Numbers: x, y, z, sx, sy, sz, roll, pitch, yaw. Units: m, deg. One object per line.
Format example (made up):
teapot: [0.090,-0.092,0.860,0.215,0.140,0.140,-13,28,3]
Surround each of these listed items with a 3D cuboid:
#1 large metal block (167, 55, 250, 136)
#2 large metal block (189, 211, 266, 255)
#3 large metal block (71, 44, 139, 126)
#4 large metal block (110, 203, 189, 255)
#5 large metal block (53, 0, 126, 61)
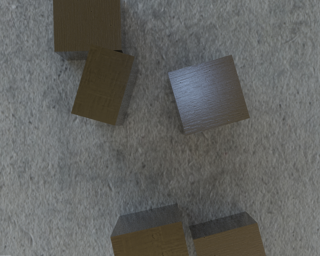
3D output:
large metal block: [0.059,-0.040,0.398,0.080,0.050,0.080,-16,90,-1]
large metal block: [0.089,0.163,0.399,0.080,0.050,0.080,-15,90,-1]
large metal block: [-0.063,-0.048,0.382,0.050,0.080,0.080,16,90,-1]
large metal block: [-0.010,0.136,0.383,0.080,0.080,0.050,-12,90,0]
large metal block: [-0.088,-0.132,0.396,0.081,0.050,0.079,-2,90,-1]
